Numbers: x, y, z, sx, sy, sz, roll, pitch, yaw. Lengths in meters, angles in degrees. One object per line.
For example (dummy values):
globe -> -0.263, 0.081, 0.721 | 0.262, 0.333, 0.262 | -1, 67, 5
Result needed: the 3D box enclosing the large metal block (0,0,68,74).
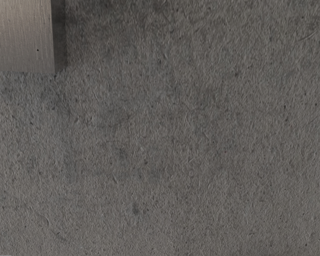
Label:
large metal block -> -0.155, -0.109, 0.355 | 0.081, 0.050, 0.079 | 3, 110, -1
